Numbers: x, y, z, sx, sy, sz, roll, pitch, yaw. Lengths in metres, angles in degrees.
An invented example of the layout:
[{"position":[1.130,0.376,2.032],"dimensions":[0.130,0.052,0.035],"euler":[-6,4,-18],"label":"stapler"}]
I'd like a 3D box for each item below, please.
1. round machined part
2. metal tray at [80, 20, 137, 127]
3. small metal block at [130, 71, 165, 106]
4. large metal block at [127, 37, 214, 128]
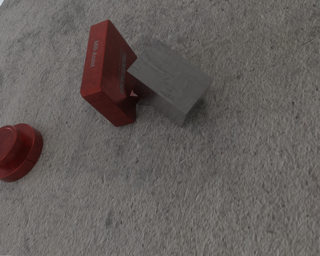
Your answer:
[{"position":[-0.242,0.034,0.499],"dimensions":[0.098,0.042,0.098],"euler":[-13,56,21],"label":"round machined part"},{"position":[-0.068,-0.078,0.445],"dimensions":[0.030,0.090,0.130],"euler":[-14,56,21],"label":"metal tray"},{"position":[-0.008,-0.059,0.445],"dimensions":[0.050,0.025,0.050],"euler":[6,65,31],"label":"small metal block"},{"position":[0.011,-0.050,0.374],"dimensions":[0.080,0.080,0.050],"euler":[37,82,6],"label":"large metal block"}]
